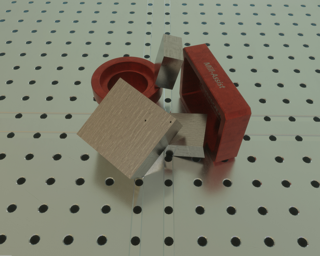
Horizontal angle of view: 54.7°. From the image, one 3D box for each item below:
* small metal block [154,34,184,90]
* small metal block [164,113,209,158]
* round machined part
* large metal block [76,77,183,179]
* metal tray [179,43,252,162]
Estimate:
[{"bbox_3d":[0.011,-0.088,0.412,0.025,0.050,0.050,9,48,-11],"label":"small metal block"},{"bbox_3d":[0.034,0.009,0.394,0.050,0.025,0.050,2,54,16],"label":"small metal block"},{"bbox_3d":[-0.045,-0.055,0.442,0.099,0.042,0.098,0,50,0],"label":"round machined part"},{"bbox_3d":[-0.033,0.002,0.360,0.080,0.050,0.080,38,90,14],"label":"large metal block"},{"bbox_3d":[0.063,-0.034,0.394,0.030,0.089,0.130,-14,52,-12],"label":"metal tray"}]
